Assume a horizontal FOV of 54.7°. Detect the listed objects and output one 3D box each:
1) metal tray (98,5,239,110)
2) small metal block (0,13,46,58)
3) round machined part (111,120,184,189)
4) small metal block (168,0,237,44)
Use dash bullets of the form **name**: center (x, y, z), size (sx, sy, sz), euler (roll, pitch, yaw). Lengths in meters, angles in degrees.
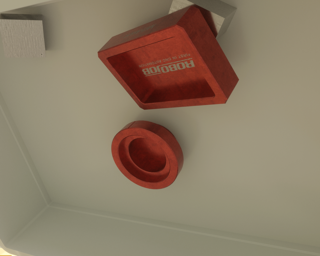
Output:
- **metal tray**: center (0.004, -0.063, 0.323), size (0.130, 0.030, 0.090), euler (-1, 137, 48)
- **small metal block**: center (-0.180, -0.121, 0.409), size (0.050, 0.025, 0.050), euler (-4, 126, -17)
- **round machined part**: center (-0.013, 0.032, 0.423), size (0.098, 0.042, 0.097), euler (13, 124, 20)
- **small metal block**: center (0.042, -0.111, 0.301), size (0.050, 0.050, 0.025), euler (29, 128, 9)
